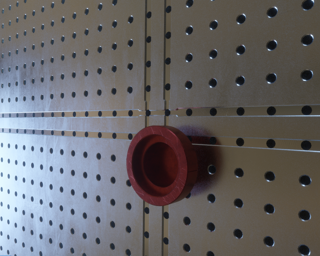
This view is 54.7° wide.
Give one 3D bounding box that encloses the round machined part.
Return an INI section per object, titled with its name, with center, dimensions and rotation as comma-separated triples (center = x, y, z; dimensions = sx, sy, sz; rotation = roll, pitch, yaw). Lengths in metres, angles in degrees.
[round machined part]
center = 0.007, 0.045, 0.391
dimensions = 0.098, 0.042, 0.097
rotation = 0, 90, 39
